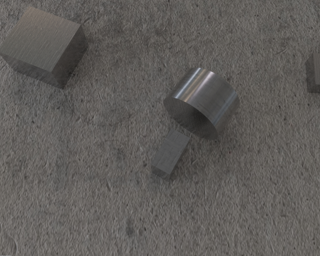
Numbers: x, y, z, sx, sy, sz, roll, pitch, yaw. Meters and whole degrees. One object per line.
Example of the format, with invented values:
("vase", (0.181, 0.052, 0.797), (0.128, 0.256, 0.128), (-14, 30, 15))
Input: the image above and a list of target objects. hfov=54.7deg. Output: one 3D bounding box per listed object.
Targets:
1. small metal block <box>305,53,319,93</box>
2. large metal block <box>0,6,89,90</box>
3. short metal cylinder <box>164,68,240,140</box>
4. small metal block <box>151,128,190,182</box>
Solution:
("small metal block", (0.238, -0.076, 0.438), (0.050, 0.025, 0.050), (5, 70, 2))
("large metal block", (-0.160, -0.112, 0.434), (0.080, 0.050, 0.080), (22, 71, 7))
("short metal cylinder", (0.052, -0.029, 0.390), (0.080, 0.080, 0.050), (35, 74, 11))
("small metal block", (0.013, 0.035, 0.382), (0.025, 0.050, 0.050), (28, 72, 9))
